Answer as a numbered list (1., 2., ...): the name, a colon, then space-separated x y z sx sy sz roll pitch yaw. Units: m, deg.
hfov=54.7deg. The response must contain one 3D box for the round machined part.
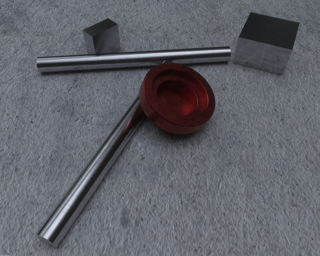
1. round machined part: 0.019 -0.035 0.408 0.099 0.042 0.098 10 59 -17

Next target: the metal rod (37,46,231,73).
1. metal rod: -0.038 -0.110 0.494 0.302 0.025 0.025 -4 50 -4

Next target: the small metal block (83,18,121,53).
1. small metal block: -0.094 -0.143 0.506 0.050 0.050 0.025 -37 60 -27

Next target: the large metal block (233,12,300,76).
1. large metal block: 0.173 -0.139 0.506 0.080 0.050 0.080 19 52 14

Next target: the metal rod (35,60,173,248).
1. metal rod: -0.050 0.008 0.395 0.025 0.025 0.301 20 53 15
